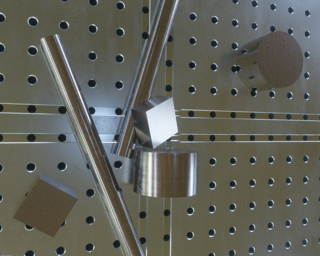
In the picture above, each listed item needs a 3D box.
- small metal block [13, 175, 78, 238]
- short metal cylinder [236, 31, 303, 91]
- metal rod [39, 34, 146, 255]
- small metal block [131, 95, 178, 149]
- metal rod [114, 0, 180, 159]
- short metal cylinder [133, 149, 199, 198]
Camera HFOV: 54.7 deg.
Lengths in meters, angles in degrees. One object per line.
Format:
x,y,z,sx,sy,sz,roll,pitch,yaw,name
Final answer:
-0.133,0.091,0.364,0.050,0.025,0.050,34,79,-17,small metal block
0.161,-0.097,0.459,0.081,0.050,0.079,0,90,-20,short metal cylinder
-0.079,0.034,0.383,0.025,0.025,0.298,-22,98,-19,metal rod
-0.006,-0.009,0.393,0.050,0.025,0.050,-33,123,-41,small metal block
-0.006,-0.107,0.410,0.025,0.025,0.299,18,84,-19,metal rod
0.008,0.053,0.386,0.081,0.080,0.050,2,90,-20,short metal cylinder
